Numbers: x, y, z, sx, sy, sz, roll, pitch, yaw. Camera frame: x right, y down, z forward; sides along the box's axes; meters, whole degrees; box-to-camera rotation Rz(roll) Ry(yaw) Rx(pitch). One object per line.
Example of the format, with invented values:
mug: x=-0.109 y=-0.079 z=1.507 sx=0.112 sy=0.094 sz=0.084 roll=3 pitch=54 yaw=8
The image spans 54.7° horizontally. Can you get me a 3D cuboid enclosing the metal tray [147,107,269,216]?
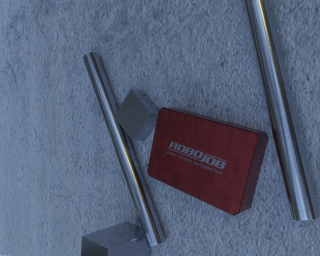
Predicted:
metal tray: x=0.049 y=0.033 z=0.360 sx=0.130 sy=0.030 sz=0.089 roll=18 pitch=101 yaw=38

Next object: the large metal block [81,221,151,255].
large metal block: x=-0.058 y=0.180 z=0.415 sx=0.050 sy=0.081 sz=0.079 roll=7 pitch=94 yaw=39

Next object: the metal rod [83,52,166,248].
metal rod: x=-0.057 y=0.019 z=0.449 sx=0.025 sy=0.025 sz=0.299 roll=-34 pitch=69 yaw=34

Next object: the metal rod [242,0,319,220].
metal rod: x=0.112 y=-0.062 z=0.311 sx=0.025 sy=0.025 sz=0.298 roll=-16 pitch=80 yaw=38

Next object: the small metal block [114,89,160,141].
small metal block: x=-0.030 y=-0.018 z=0.428 sx=0.050 sy=0.025 sz=0.050 roll=50 pitch=119 yaw=28
